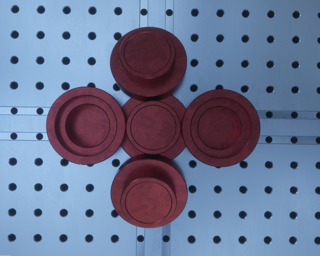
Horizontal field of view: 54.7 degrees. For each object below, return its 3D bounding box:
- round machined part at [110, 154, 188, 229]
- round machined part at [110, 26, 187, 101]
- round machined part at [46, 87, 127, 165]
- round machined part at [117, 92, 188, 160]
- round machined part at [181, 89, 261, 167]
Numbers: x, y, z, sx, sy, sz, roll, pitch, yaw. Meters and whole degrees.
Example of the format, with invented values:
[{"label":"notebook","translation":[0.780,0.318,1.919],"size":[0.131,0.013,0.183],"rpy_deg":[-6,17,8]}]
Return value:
[{"label":"round machined part","translation":[-0.014,0.085,0.393],"size":[0.099,0.042,0.097],"rpy_deg":[0,105,0]},{"label":"round machined part","translation":[-0.015,-0.086,0.393],"size":[0.099,0.042,0.098],"rpy_deg":[0,76,1]},{"label":"round machined part","translation":[-0.092,-0.003,0.403],"size":[0.099,0.042,0.097],"rpy_deg":[0,90,-1]},{"label":"round machined part","translation":[-0.008,-0.001,0.404],"size":[0.099,0.042,0.097],"rpy_deg":[0,90,-1]},{"label":"round machined part","translation":[0.076,0.000,0.405],"size":[0.099,0.042,0.097],"rpy_deg":[0,90,-1]}]
